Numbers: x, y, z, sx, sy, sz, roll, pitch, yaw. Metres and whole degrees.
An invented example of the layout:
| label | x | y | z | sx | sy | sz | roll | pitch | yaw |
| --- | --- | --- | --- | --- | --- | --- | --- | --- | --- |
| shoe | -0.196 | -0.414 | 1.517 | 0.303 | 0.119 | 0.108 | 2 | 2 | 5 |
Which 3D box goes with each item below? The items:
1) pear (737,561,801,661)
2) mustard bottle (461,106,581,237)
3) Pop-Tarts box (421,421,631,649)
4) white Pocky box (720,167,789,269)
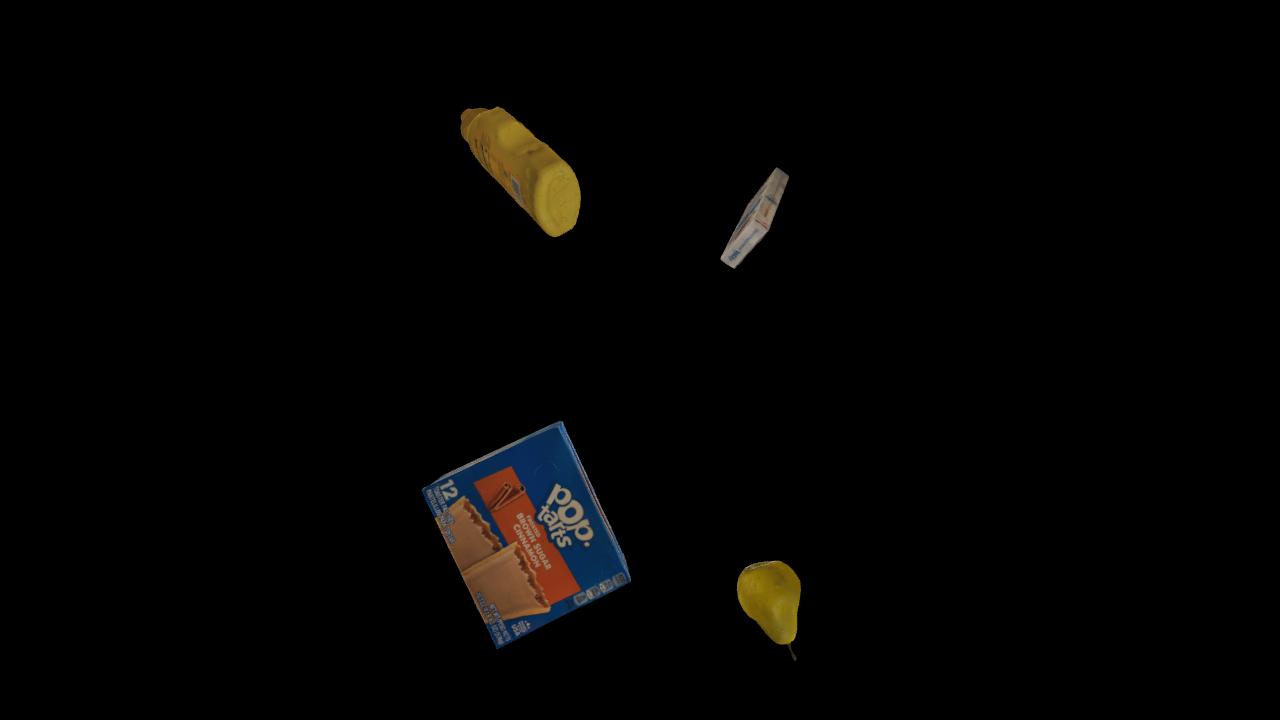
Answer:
| label | x | y | z | sx | sy | sz | roll | pitch | yaw |
| --- | --- | --- | --- | --- | --- | --- | --- | --- | --- |
| pear | 0.164 | 0.304 | 0.749 | 0.080 | 0.111 | 0.080 | -13 | -13 | -3 |
| mustard bottle | -0.136 | -0.213 | 0.646 | 0.054 | 0.184 | 0.092 | -37 | -27 | -14 |
| Pop-Tarts box | -0.108 | 0.166 | 0.609 | 0.141 | 0.167 | 0.083 | -25 | 2 | -6 |
| white Pocky box | 0.163 | -0.200 | 0.862 | 0.028 | 0.154 | 0.084 | 34 | -43 | -6 |
